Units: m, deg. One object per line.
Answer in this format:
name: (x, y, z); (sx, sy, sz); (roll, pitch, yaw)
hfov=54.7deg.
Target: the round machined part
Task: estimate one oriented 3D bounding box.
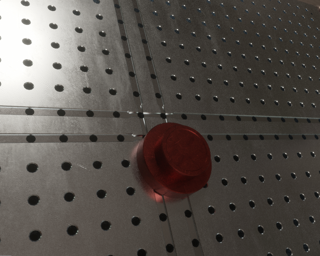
round machined part: (0.024, 0.035, 0.391); (0.099, 0.042, 0.098); (14, 57, -21)
